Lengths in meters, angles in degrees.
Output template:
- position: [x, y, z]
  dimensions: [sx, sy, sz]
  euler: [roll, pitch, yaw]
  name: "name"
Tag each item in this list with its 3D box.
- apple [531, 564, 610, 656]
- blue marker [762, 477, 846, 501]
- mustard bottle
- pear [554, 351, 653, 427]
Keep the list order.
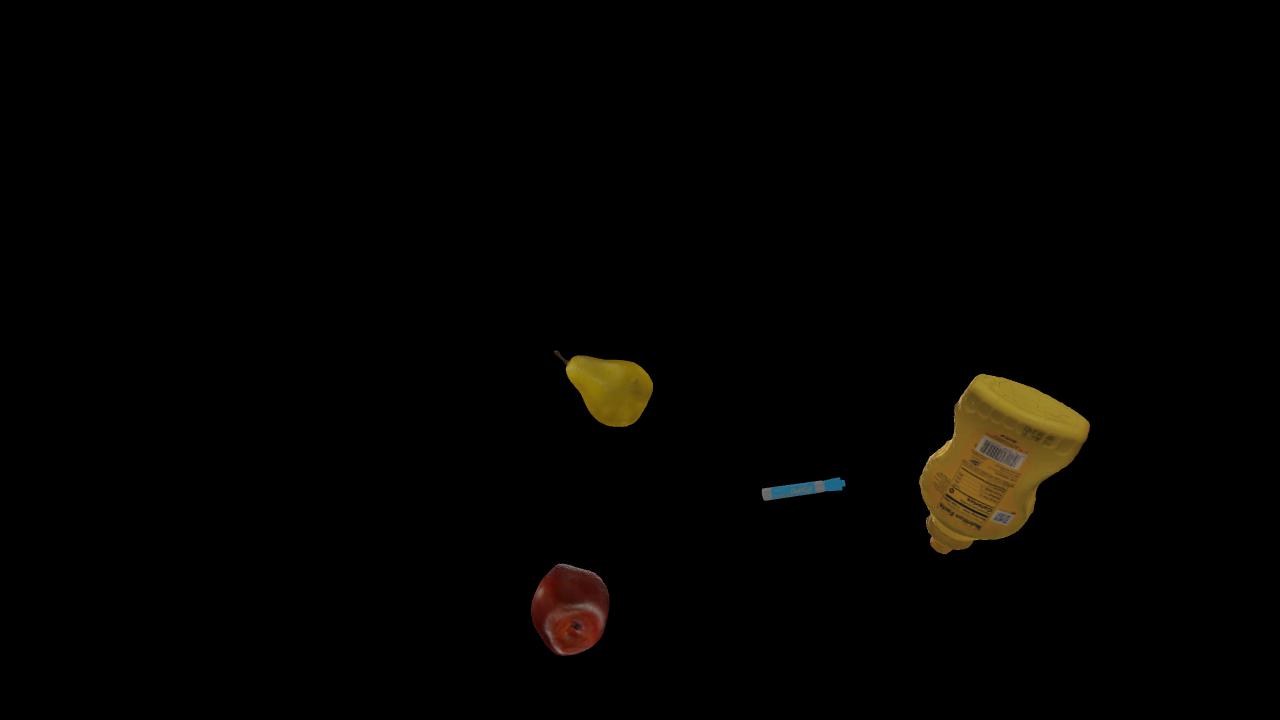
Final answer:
- position: [-0.069, 0.245, 0.614]
  dimensions: [0.079, 0.079, 0.093]
  euler: [0, 9, -16]
  name: "apple"
- position: [0.240, 0.190, 0.906]
  dimensions: [0.121, 0.020, 0.020]
  euler: [-14, -6, 23]
  name: "blue marker"
- position: [0.298, 0.107, 0.538]
  dimensions: [0.092, 0.184, 0.054]
  euler: [26, 39, 24]
  name: "mustard bottle"
- position: [-0.044, 0.024, 0.654]
  dimensions: [0.111, 0.080, 0.080]
  euler: [28, 0, 0]
  name: "pear"
